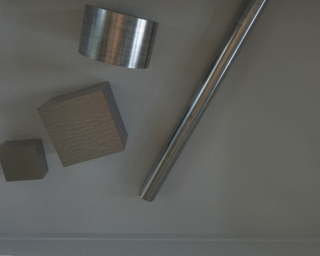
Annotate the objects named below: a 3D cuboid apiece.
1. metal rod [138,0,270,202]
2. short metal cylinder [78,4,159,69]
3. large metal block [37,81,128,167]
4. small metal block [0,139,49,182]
[{"bbox_3d":[0.048,-0.027,0.401,0.025,0.025,0.298,25,108,-9],"label":"metal rod"},{"bbox_3d":[-0.046,-0.102,0.344,0.081,0.080,0.050,13,110,-5],"label":"short metal cylinder"},{"bbox_3d":[-0.094,-0.006,0.395,0.080,0.050,0.080,-16,110,5],"label":"large metal block"},{"bbox_3d":[-0.187,0.044,0.425,0.050,0.025,0.050,-4,110,1],"label":"small metal block"}]
